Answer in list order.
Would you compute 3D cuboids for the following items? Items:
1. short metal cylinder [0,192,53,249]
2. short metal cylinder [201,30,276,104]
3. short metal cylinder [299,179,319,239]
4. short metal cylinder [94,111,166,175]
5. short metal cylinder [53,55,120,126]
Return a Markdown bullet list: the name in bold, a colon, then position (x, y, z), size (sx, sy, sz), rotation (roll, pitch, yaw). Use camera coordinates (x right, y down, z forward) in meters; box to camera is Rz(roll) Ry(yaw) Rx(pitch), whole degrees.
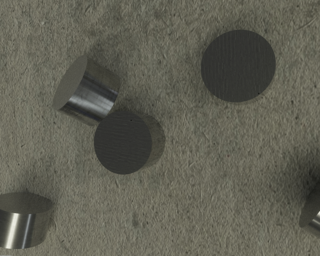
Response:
- **short metal cylinder**: position (-0.203, 0.132, 0.452), size (0.080, 0.080, 0.050), rotation (15, 95, 19)
- **short metal cylinder**: position (0.093, -0.068, 0.363), size (0.080, 0.050, 0.080), rotation (0, 90, 20)
- **short metal cylinder**: position (0.186, 0.080, 0.314), size (0.050, 0.080, 0.080), rotation (30, 100, 17)
- **short metal cylinder**: position (-0.039, 0.018, 0.409), size (0.080, 0.050, 0.080), rotation (0, 90, 20)
- **short metal cylinder**: position (-0.097, -0.049, 0.409), size (0.080, 0.050, 0.080), rotation (-32, 43, 36)
